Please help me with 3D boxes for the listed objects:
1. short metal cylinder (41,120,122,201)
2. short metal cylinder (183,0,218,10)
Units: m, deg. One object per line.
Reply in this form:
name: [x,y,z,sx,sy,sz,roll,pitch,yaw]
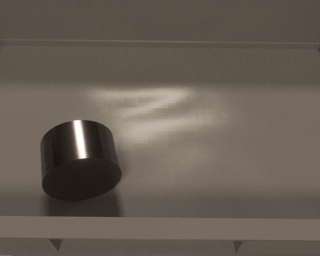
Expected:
short metal cylinder: [-0.086,0.037,0.337,0.081,0.080,0.050,-12,51,-10]
short metal cylinder: [0.083,-0.283,0.611,0.080,0.080,0.050,13,51,11]
